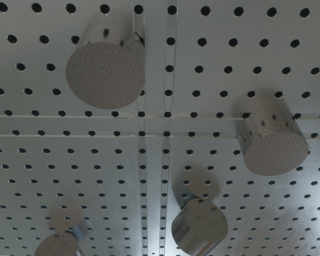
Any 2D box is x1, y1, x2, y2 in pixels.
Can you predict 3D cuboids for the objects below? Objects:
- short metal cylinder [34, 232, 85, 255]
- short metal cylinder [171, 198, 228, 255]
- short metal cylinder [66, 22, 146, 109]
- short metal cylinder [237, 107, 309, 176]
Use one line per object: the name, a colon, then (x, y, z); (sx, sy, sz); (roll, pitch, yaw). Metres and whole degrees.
short metal cylinder: (-0.187, 0.245, 0.582); (0.080, 0.080, 0.050); (-6, 130, 5)
short metal cylinder: (0.066, 0.166, 0.518); (0.081, 0.080, 0.050); (18, 128, -15)
short metal cylinder: (-0.056, -0.067, 0.337); (0.081, 0.050, 0.079); (0, 130, 0)
short metal cylinder: (0.148, 0.019, 0.414); (0.081, 0.050, 0.079); (0, 130, 0)
